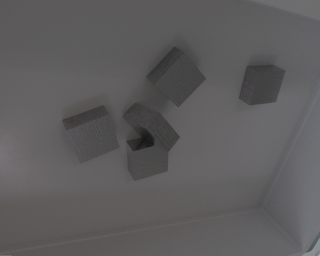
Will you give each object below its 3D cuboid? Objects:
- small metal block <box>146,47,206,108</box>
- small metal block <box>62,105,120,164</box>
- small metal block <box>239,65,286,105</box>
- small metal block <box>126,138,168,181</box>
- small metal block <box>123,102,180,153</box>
[{"bbox_3d":[0.020,-0.062,0.381,0.050,0.025,0.050,-46,129,4],"label":"small metal block"},{"bbox_3d":[-0.081,0.007,0.369,0.050,0.025,0.050,-22,127,-15],"label":"small metal block"},{"bbox_3d":[0.148,-0.063,0.450,0.050,0.025,0.050,-8,122,-24],"label":"small metal block"},{"bbox_3d":[-0.017,0.039,0.424,0.050,0.025,0.050,-13,124,-21],"label":"small metal block"},{"bbox_3d":[-0.011,-0.001,0.383,0.025,0.050,0.050,-51,131,-12],"label":"small metal block"}]
